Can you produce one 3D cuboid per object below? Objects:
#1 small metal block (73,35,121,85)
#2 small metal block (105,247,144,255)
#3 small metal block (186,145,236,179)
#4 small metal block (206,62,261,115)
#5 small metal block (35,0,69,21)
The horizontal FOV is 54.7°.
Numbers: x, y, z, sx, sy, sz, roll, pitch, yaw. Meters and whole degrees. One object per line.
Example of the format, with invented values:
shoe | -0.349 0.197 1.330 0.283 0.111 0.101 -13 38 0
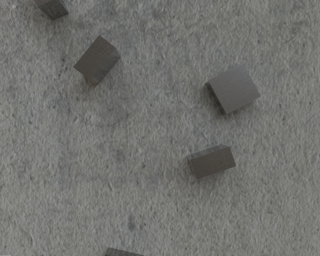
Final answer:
small metal block | -0.079 -0.085 0.396 0.025 0.050 0.050 39 90 -1
small metal block | -0.052 0.192 0.409 0.050 0.025 0.050 13 90 -1
small metal block | 0.064 0.042 0.398 0.050 0.050 0.025 -18 90 0
small metal block | 0.096 -0.051 0.411 0.050 0.025 0.050 -28 90 -1
small metal block | -0.145 -0.173 0.395 0.025 0.050 0.050 -24 90 0
